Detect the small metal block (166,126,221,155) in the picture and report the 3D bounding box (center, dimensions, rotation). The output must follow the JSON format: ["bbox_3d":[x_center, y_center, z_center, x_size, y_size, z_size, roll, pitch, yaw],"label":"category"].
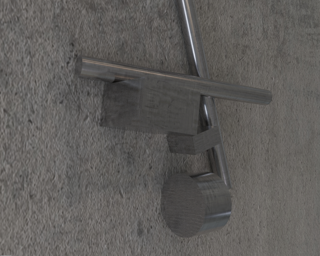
[{"bbox_3d":[0.046,0.016,0.427,0.050,0.050,0.025,-20,103,-38],"label":"small metal block"}]

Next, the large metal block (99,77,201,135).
[{"bbox_3d":[-0.012,-0.021,0.359,0.081,0.080,0.050,9,85,-40],"label":"large metal block"}]

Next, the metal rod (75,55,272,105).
[{"bbox_3d":[0.041,-0.057,0.412,0.302,0.025,0.025,4,88,-32],"label":"metal rod"}]

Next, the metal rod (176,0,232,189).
[{"bbox_3d":[0.067,-0.048,0.460,0.025,0.025,0.298,-23,104,-38],"label":"metal rod"}]

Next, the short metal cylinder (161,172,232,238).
[{"bbox_3d":[0.046,0.099,0.408,0.050,0.080,0.080,4,88,-40],"label":"short metal cylinder"}]
